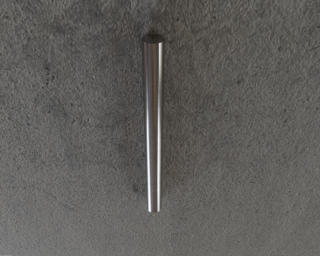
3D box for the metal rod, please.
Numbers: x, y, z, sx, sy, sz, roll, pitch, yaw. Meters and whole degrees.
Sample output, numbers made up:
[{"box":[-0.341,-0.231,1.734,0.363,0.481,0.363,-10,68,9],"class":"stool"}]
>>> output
[{"box":[-0.008,0.019,0.424,0.025,0.025,0.298,0,130,-1],"class":"metal rod"}]
